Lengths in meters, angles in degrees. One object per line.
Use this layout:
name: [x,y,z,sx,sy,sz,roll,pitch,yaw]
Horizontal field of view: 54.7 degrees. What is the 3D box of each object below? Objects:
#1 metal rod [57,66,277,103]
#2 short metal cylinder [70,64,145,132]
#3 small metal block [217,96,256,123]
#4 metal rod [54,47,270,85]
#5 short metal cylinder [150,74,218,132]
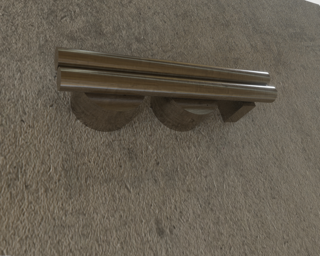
metal rod: [0.030,-0.050,0.387,0.303,0.025,0.025,0,62,-28]
short metal cylinder: [-0.064,-0.042,0.379,0.081,0.050,0.080,14,56,-21]
small metal block: [0.113,-0.042,0.477,0.025,0.050,0.050,-1,62,-29]
metal rod: [0.024,-0.073,0.397,0.303,0.025,0.025,0,62,-28]
short metal cylinder: [0.033,-0.041,0.432,0.081,0.050,0.080,14,56,-21]
